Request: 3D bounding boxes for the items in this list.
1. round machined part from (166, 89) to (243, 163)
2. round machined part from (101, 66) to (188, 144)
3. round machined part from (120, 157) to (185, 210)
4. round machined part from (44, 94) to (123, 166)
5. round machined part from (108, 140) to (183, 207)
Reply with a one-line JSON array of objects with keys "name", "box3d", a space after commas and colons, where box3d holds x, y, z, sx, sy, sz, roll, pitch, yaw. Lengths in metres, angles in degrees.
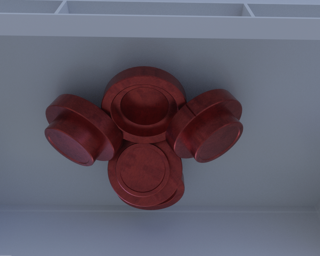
[{"name": "round machined part", "box3d": [0.059, 0.004, 0.370, 0.099, 0.042, 0.097, -25, 146, -18]}, {"name": "round machined part", "box3d": [-0.018, -0.031, 0.368, 0.099, 0.042, 0.097, 0, 130, 0]}, {"name": "round machined part", "box3d": [-0.014, 0.076, 0.459, 0.099, 0.042, 0.097, 0, 130, 0]}, {"name": "round machined part", "box3d": [-0.098, 0.009, 0.374, 0.098, 0.042, 0.097, 22, 146, 16]}, {"name": "round machined part", "box3d": [-0.020, 0.053, 0.403, 0.099, 0.097, 0.042, -5, 174, 4]}]
